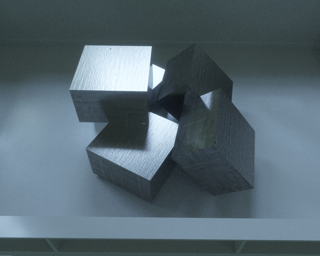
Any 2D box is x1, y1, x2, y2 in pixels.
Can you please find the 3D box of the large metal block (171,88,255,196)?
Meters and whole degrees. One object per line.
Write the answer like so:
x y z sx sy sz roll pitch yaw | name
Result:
0.063 0.017 0.345 0.050 0.080 0.080 -21 39 36 | large metal block

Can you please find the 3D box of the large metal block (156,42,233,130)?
0.048 -0.048 0.400 0.080 0.050 0.080 39 45 -27 | large metal block

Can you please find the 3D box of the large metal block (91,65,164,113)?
-0.042 -0.052 0.431 0.080 0.050 0.080 29 56 22 | large metal block

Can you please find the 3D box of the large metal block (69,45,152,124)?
-0.051 -0.052 0.363 0.080 0.050 0.080 1 49 2 | large metal block

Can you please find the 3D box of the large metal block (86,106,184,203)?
-0.025 0.026 0.361 0.080 0.050 0.080 24 54 18 | large metal block
